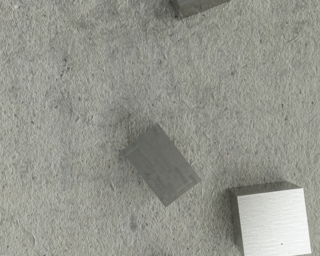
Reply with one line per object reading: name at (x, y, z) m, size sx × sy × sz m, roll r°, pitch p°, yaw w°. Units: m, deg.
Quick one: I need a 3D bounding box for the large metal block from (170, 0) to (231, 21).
large metal block at (0.047, -0.197, 0.397) m, size 0.080 × 0.050 × 0.080 m, roll -22°, pitch 90°, yaw 0°

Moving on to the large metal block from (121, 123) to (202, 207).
large metal block at (0.002, 0.041, 0.382) m, size 0.050 × 0.080 × 0.080 m, roll -38°, pitch 90°, yaw 0°

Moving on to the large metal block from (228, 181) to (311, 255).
large metal block at (0.138, 0.117, 0.398) m, size 0.080 × 0.050 × 0.080 m, roll -7°, pitch 90°, yaw 0°
